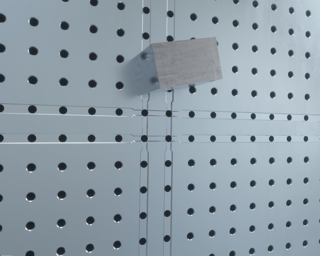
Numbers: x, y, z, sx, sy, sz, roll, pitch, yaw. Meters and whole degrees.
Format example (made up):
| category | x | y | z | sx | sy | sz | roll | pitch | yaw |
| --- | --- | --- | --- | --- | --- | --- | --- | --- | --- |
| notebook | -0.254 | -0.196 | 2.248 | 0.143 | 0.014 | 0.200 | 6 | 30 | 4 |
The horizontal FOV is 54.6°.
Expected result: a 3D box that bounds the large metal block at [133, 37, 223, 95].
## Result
| category | x | y | z | sx | sy | sz | roll | pitch | yaw |
| --- | --- | --- | --- | --- | --- | --- | --- | --- | --- |
| large metal block | 0.019 | -0.076 | 0.390 | 0.081 | 0.080 | 0.050 | -12 | 94 | -20 |
